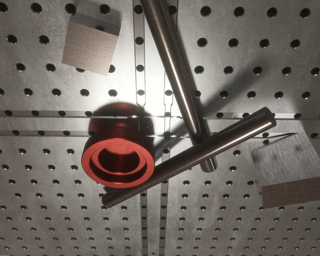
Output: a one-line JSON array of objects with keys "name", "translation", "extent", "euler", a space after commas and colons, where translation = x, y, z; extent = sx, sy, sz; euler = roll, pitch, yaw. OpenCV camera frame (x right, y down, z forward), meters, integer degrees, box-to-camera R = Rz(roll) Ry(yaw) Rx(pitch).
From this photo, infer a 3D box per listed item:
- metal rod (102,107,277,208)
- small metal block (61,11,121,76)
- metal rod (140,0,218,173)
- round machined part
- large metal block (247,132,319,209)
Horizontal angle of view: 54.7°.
[{"name": "metal rod", "translation": [0.019, 0.054, 0.431], "extent": [0.299, 0.025, 0.025], "euler": [-32, 124, 33]}, {"name": "small metal block", "translation": [-0.074, -0.090, 0.334], "extent": [0.050, 0.025, 0.050], "euler": [15, 129, -13]}, {"name": "metal rod", "translation": [0.026, -0.051, 0.368], "extent": [0.025, 0.025, 0.299], "euler": [-15, 129, 11]}, {"name": "round machined part", "translation": [-0.056, 0.037, 0.431], "extent": [0.099, 0.042, 0.097], "euler": [-1, 130, 0]}, {"name": "large metal block", "translation": [0.172, 0.057, 0.427], "extent": [0.080, 0.080, 0.050], "euler": [-12, 129, 9]}]
